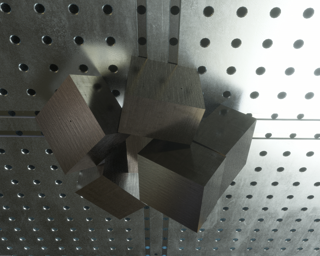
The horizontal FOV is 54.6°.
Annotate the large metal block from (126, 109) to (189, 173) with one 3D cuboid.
[{"bbox_3d":[-0.001,0.014,0.407,0.080,0.050,0.080,1,130,-1],"label":"large metal block"}]

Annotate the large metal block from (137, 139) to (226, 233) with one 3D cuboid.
[{"bbox_3d":[0.023,0.060,0.355,0.080,0.050,0.080,23,134,25],"label":"large metal block"}]

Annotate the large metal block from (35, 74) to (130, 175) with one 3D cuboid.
[{"bbox_3d":[-0.089,-0.005,0.362,0.080,0.080,0.050,-41,163,29],"label":"large metal block"}]

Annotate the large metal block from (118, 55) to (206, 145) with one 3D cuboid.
[{"bbox_3d":[0.001,-0.033,0.348,0.080,0.080,0.050,10,129,-8],"label":"large metal block"}]

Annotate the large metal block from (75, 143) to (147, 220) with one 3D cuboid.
[{"bbox_3d":[-0.062,0.066,0.429,0.050,0.080,0.080,-33,123,24],"label":"large metal block"}]

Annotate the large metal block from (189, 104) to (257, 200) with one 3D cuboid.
[{"bbox_3d":[0.074,0.030,0.390,0.050,0.080,0.080,26,136,28],"label":"large metal block"}]
